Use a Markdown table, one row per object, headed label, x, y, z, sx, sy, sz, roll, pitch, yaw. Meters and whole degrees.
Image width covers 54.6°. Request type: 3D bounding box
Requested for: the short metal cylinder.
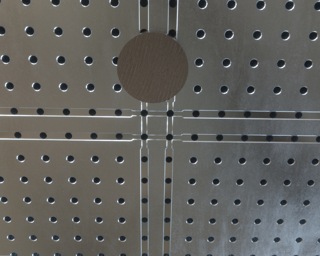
| label | x | y | z | sx | sy | sz | roll | pitch | yaw |
| --- | --- | --- | --- | --- | --- | --- | --- | --- | --- |
| short metal cylinder | -0.008 | -0.075 | 0.372 | 0.080 | 0.050 | 0.079 | 0 | 110 | 0 |
